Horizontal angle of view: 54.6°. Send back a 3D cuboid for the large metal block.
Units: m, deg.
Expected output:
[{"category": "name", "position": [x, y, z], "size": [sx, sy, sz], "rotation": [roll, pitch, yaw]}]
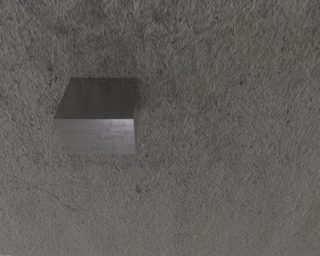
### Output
[{"category": "large metal block", "position": [-0.067, -0.016, 0.357], "size": [0.080, 0.080, 0.050], "rotation": [0, 130, 0]}]
